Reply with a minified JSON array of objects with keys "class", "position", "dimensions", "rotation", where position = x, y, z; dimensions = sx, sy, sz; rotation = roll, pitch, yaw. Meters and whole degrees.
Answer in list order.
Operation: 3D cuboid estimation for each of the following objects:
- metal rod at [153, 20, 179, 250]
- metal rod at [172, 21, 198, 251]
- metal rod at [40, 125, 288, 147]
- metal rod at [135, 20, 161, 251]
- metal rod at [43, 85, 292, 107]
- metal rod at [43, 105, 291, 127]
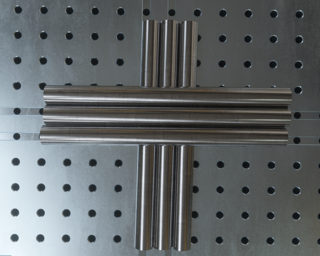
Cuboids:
[{"class":"metal rod","position":[0.008,0.009,0.413],"dimensions":[0.025,0.025,0.298],"rotation":[2,90,0]},{"class":"metal rod","position":[0.034,0.010,0.414],"dimensions":[0.025,0.025,0.298],"rotation":[2,90,0]},{"class":"metal rod","position":[0.005,0.010,0.388],"dimensions":[0.302,0.025,0.025],"rotation":[1,90,0]},{"class":"metal rod","position":[-0.016,0.009,0.413],"dimensions":[0.025,0.025,0.298],"rotation":[2,90,0]},{"class":"metal rod","position":[0.010,-0.040,0.388],"dimensions":[0.302,0.025,0.025],"rotation":[1,90,0]},{"class":"metal rod","position":[0.009,-0.015,0.388],"dimensions":[0.302,0.025,0.025],"rotation":[1,90,0]}]
